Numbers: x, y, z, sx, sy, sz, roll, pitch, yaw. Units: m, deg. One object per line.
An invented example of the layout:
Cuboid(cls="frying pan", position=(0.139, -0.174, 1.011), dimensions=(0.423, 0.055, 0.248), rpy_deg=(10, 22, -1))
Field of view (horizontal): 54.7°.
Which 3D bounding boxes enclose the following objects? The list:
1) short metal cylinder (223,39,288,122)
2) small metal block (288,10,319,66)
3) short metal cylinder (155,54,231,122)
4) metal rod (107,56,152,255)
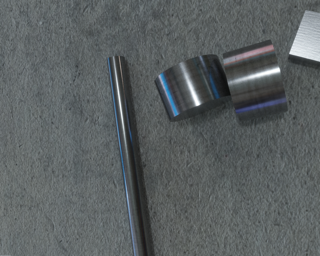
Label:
Cuboid(cls="short metal cylinder", position=(0.105, -0.051, 0.343), dimensions=(0.050, 0.080, 0.080), rpy_deg=(-14, 86, 19))
Cuboid(cls="small metal block", position=(0.178, -0.098, 0.346), dimensions=(0.050, 0.025, 0.050), rpy_deg=(21, 97, 18))
Cuboid(cls="short metal cylinder", position=(0.040, -0.045, 0.365), dimensions=(0.080, 0.080, 0.050), rpy_deg=(-23, 83, 18))
Cuboid(cls="metal rod", position=(-0.040, 0.051, 0.422), dimensions=(0.025, 0.025, 0.298), rpy_deg=(-9, 87, 19))
